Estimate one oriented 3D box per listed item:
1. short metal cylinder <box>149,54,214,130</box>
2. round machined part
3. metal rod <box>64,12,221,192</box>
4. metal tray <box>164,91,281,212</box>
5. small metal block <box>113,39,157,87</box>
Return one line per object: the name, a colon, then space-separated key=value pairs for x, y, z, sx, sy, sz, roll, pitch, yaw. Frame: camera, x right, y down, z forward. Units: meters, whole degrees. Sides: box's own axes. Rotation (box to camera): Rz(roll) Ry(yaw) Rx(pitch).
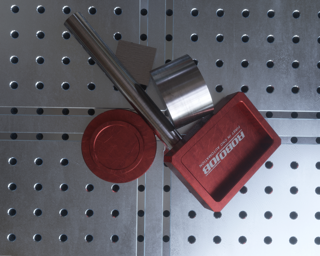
short metal cylinder: x=0.026 y=-0.044 z=0.386 sx=0.050 sy=0.080 sz=0.080 roll=-25 pitch=90 yaw=0
round machined part: x=-0.054 y=0.024 z=0.403 sx=0.099 sy=0.042 sz=0.097 roll=0 pitch=90 yaw=-1
metal rod: x=-0.012 y=-0.018 z=0.396 sx=0.025 sy=0.025 sz=0.300 roll=-40 pitch=98 yaw=0
metal tray: x=0.081 y=0.028 z=0.391 sx=0.130 sy=0.030 sz=0.090 roll=-43 pitch=98 yaw=-16
small metal block: x=-0.034 y=-0.085 z=0.413 sx=0.050 sy=0.025 sz=0.050 roll=13 pitch=90 yaw=-1
